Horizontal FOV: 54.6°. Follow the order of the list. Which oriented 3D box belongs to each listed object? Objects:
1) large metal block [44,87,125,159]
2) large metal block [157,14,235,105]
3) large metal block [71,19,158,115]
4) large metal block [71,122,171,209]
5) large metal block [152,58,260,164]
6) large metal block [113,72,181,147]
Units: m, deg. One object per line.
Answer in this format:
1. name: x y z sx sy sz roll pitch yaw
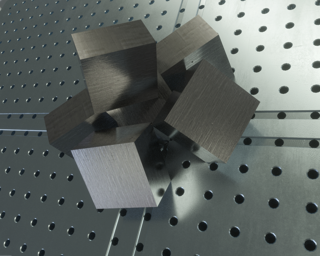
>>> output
1. large metal block: -0.095 0.000 0.423 0.080 0.080 0.050 -33 52 6
2. large metal block: 0.041 -0.083 0.403 0.080 0.080 0.050 -34 52 6
3. large metal block: -0.050 -0.070 0.362 0.081 0.080 0.050 -17 51 -13
4. large metal block: -0.042 0.045 0.360 0.080 0.080 0.050 -8 22 24
5. large metal block: 0.050 -0.016 0.348 0.080 0.080 0.050 -58 12 -13
6. large metal block: -0.014 -0.021 0.415 0.080 0.050 0.080 -34 51 6
